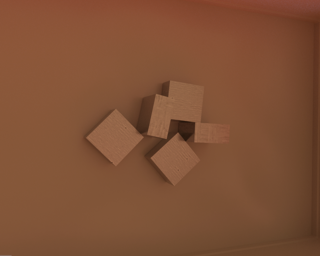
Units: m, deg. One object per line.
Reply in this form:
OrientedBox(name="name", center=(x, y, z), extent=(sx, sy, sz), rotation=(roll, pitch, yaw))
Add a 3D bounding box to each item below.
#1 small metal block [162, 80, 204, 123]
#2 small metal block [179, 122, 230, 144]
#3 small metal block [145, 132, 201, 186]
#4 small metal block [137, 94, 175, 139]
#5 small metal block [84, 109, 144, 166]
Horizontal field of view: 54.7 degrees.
OrientedBox(name="small metal block", center=(0.029, -0.034, 0.421), extent=(0.050, 0.025, 0.050), rotation=(7, 88, -20))
OrientedBox(name="small metal block", center=(0.058, 0.007, 0.418), extent=(0.050, 0.050, 0.025), rotation=(3, 89, -20))
OrientedBox(name="small metal block", center=(0.017, 0.041, 0.416), extent=(0.050, 0.025, 0.050), rotation=(-43, 104, -15))
OrientedBox(name="small metal block", center=(-0.007, -0.014, 0.393), extent=(0.025, 0.050, 0.050), rotation=(13, 86, -20))
OrientedBox(name="small metal block", center=(-0.058, 0.012, 0.388), extent=(0.050, 0.025, 0.050), rotation=(-47, 105, -14))
